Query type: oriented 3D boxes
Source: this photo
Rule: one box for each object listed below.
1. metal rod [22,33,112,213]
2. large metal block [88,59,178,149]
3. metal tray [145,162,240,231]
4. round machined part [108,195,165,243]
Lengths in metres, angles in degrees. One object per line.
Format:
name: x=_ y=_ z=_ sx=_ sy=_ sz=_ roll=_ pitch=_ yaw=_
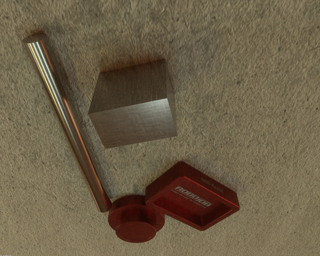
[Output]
metal rod: x=-0.112 y=0.018 z=0.420 sx=0.025 sy=0.025 sz=0.298 roll=-6 pitch=130 yaw=5
large metal block: x=-0.027 y=-0.028 z=0.347 sx=0.080 sy=0.080 sz=0.050 roll=-11 pitch=130 yaw=8
metal tray: x=0.053 y=0.115 z=0.502 sx=0.130 sy=0.030 sz=0.090 roll=32 pitch=123 yaw=-25
round machined part: x=-0.041 y=0.162 z=0.534 sx=0.099 sy=0.042 sz=0.097 roll=-1 pitch=130 yaw=0
